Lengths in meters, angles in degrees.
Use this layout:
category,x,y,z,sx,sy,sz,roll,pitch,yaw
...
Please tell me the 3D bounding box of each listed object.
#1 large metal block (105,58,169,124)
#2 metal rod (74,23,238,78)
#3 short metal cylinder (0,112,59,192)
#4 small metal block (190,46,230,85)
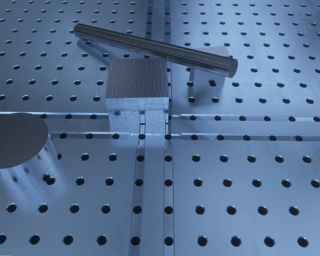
category,x,y,z,sx,sy,sz,roll,pitch,yaw
large metal block,-0.030,-0.053,0.436,0.081,0.050,0.080,-1,50,-2
metal rod,-0.025,-0.125,0.476,0.300,0.025,0.025,22,53,31
short metal cylinder,-0.167,0.028,0.366,0.081,0.050,0.080,0,50,0
small metal block,0.075,-0.095,0.472,0.050,0.050,0.025,-7,50,-6
